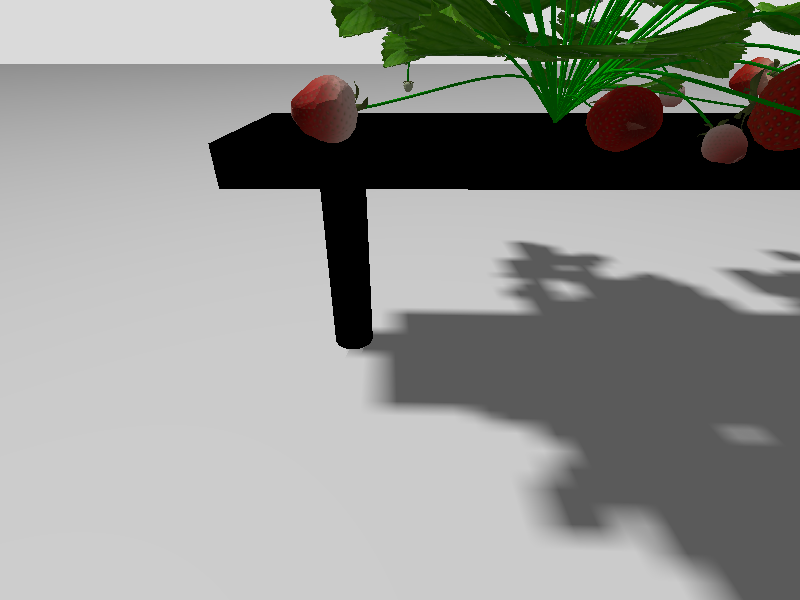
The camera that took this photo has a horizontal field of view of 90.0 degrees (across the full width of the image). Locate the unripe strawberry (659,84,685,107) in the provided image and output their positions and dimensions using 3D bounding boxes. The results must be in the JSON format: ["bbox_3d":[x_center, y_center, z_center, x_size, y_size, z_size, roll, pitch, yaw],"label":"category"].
[{"bbox_3d":[0.274,-0.206,0.404,0.024,0.021,0.022,37,-10,44],"label":"unripe strawberry"}]

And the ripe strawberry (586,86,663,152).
[{"bbox_3d":[0.121,-0.096,0.214,0.037,0.033,0.033,1,32,2],"label":"ripe strawberry"}]

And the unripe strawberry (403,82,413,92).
[{"bbox_3d":[0.010,-0.247,0.465,0.011,0.010,0.010,-19,37,-28],"label":"unripe strawberry"}]

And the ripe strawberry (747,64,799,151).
[{"bbox_3d":[0.231,-0.108,0.226,0.048,0.047,0.045,27,41,36],"label":"ripe strawberry"}]

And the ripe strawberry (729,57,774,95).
[{"bbox_3d":[0.452,-0.286,0.515,0.042,0.044,0.046,-15,20,-23],"label":"ripe strawberry"}]

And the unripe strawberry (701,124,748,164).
[{"bbox_3d":[0.162,-0.077,0.199,0.020,0.020,0.017,-8,-30,-12],"label":"unripe strawberry"}]
